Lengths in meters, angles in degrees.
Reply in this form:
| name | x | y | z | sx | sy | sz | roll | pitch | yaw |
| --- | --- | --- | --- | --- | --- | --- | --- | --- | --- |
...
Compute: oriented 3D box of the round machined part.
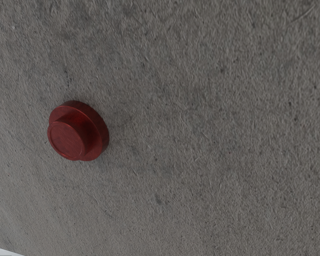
| name | x | y | z | sx | sy | sz | roll | pitch | yaw |
| --- | --- | --- | --- | --- | --- | --- | --- | --- | --- |
| round machined part | -0.130 | 0.011 | 0.472 | 0.098 | 0.042 | 0.097 | 13 | 124 | 21 |
